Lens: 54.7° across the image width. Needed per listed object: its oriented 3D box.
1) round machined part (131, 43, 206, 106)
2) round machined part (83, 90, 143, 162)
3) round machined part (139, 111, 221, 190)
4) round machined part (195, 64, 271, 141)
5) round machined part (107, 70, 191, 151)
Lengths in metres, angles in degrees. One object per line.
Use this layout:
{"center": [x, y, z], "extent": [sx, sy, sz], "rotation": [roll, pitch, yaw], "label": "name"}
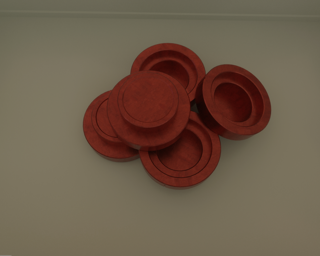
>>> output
{"center": [0.011, -0.063, 0.422], "extent": [0.099, 0.042, 0.098], "rotation": [0, 70, -1], "label": "round machined part"}
{"center": [-0.050, -0.008, 0.399], "extent": [0.099, 0.042, 0.098], "rotation": [0, 70, -1], "label": "round machined part"}
{"center": [0.024, 0.029, 0.388], "extent": [0.099, 0.042, 0.098], "rotation": [0, 70, -1], "label": "round machined part"}
{"center": [0.089, -0.030, 0.399], "extent": [0.099, 0.042, 0.098], "rotation": [8, 66, -19], "label": "round machined part"}
{"center": [-0.013, -0.026, 0.362], "extent": [0.099, 0.042, 0.098], "rotation": [0, 70, -1], "label": "round machined part"}
